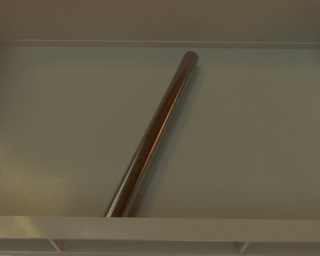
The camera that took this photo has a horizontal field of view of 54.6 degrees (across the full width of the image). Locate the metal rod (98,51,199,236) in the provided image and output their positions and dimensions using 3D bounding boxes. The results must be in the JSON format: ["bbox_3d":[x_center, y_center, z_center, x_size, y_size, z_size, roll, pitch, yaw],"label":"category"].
[{"bbox_3d":[-0.001,-0.004,0.406,0.025,0.025,0.301,16,52,13],"label":"metal rod"}]
